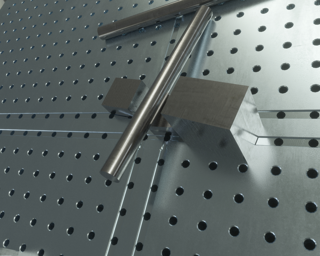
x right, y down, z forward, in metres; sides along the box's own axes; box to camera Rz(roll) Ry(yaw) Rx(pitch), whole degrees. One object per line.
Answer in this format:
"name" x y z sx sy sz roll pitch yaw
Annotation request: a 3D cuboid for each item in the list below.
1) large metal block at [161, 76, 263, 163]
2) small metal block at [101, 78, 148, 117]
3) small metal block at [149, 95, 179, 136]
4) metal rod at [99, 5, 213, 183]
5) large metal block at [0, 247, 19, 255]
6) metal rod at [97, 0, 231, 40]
"large metal block" 0.060 -0.010 0.347 0.080 0.080 0.050 15 70 34
"small metal block" -0.051 -0.046 0.464 0.050 0.025 0.050 11 67 32
"small metal block" 0.016 -0.017 0.411 0.050 0.025 0.050 3 63 29
"metal rod" 0.007 -0.063 0.413 0.025 0.025 0.300 9 57 32
"large metal block" -0.245 0.194 0.402 0.080 0.050 0.080 -4 60 26
"metal rod" 0.029 -0.198 0.514 0.300 0.025 0.025 -10 58 22
